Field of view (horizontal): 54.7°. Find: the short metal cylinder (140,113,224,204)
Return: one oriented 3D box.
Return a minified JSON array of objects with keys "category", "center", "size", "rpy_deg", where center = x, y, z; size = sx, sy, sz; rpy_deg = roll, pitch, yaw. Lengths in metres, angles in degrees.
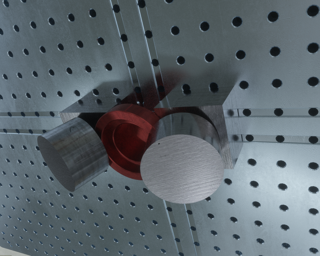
[{"category":"short metal cylinder","center":[0.023,0.030,0.320],"size":[0.080,0.050,0.079],"rpy_deg":[2,116,5]}]

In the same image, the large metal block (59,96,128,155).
[{"category":"large metal block","center":[-0.083,0.003,0.441],"size":[0.080,0.050,0.080],"rpy_deg":[1,119,28]}]

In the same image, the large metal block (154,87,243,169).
[{"category":"large metal block","center":[0.048,0.000,0.369],"size":[0.080,0.050,0.080],"rpy_deg":[-1,118,28]}]

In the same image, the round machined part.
[{"category":"round machined part","center":[-0.028,0.013,0.385],"size":[0.098,0.042,0.097],"rpy_deg":[13,124,21]}]

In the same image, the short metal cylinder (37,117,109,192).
[{"category":"short metal cylinder","center":[-0.110,0.033,0.392],"size":[0.080,0.050,0.079],"rpy_deg":[32,140,33]}]
